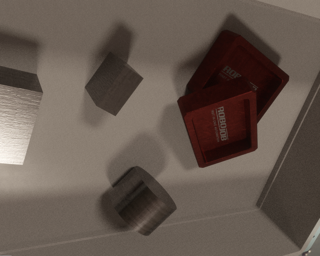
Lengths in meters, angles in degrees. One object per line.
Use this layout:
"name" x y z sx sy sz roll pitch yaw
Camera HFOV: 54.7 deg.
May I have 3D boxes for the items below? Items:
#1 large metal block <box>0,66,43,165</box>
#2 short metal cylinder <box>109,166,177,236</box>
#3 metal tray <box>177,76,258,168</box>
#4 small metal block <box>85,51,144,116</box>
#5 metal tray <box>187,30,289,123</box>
"large metal block" -0.166 -0.015 0.293 0.081 0.050 0.079 10 113 -33
"short metal cylinder" -0.023 0.098 0.423 0.050 0.080 0.080 -45 130 2
"metal tray" 0.082 -0.002 0.418 0.090 0.030 0.130 -19 140 3
"small metal block" -0.051 -0.049 0.335 0.025 0.050 0.050 31 101 -38
"metal tray" 0.112 -0.063 0.429 0.131 0.030 0.090 23 106 -37
